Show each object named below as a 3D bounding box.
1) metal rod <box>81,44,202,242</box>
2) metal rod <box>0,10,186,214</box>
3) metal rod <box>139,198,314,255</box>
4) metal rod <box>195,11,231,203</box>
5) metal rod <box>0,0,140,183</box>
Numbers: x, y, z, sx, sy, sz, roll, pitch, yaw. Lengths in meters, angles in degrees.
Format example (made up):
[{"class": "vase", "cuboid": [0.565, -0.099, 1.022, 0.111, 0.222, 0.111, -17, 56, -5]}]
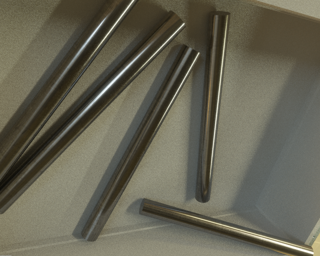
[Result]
[{"class": "metal rod", "cuboid": [-0.032, 0.030, 0.411, 0.025, 0.025, 0.298, 18, 109, -36]}, {"class": "metal rod", "cuboid": [-0.086, -0.015, 0.353, 0.300, 0.025, 0.025, -45, 130, 3]}, {"class": "metal rod", "cuboid": [0.113, 0.166, 0.500, 0.302, 0.025, 0.025, 19, 110, -11]}, {"class": "metal rod", "cuboid": [0.071, -0.009, 0.443, 0.025, 0.025, 0.298, -14, 125, -21]}, {"class": "metal rod", "cuboid": [-0.115, -0.032, 0.326, 0.025, 0.025, 0.299, 34, 99, -39]}]
